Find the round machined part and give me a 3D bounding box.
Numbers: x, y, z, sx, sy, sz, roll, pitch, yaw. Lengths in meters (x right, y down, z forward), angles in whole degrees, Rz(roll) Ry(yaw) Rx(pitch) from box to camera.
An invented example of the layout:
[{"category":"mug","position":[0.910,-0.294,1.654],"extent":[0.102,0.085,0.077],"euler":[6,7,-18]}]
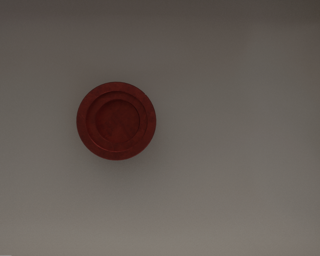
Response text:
[{"category":"round machined part","position":[-0.054,-0.009,0.402],"extent":[0.099,0.042,0.097],"euler":[0,90,-1]}]
